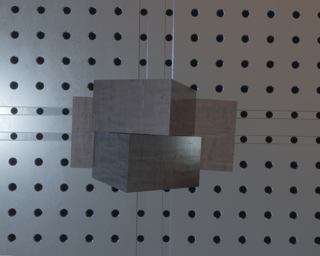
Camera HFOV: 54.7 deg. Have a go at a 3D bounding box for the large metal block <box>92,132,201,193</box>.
[{"bbox_3d":[-0.016,0.031,0.319,0.081,0.080,0.050,3,90,-34],"label":"large metal block"}]

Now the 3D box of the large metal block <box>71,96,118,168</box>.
[{"bbox_3d":[-0.073,0.005,0.385,0.050,0.080,0.079,2,90,0],"label":"large metal block"}]

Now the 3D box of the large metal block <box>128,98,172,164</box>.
[{"bbox_3d":[-0.006,0.005,0.399,0.081,0.050,0.079,3,90,-1],"label":"large metal block"}]

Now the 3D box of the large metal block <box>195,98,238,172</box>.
[{"bbox_3d":[0.059,0.008,0.386,0.050,0.080,0.079,4,90,0],"label":"large metal block"}]

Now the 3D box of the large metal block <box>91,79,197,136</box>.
[{"bbox_3d":[-0.013,-0.019,0.322,0.080,0.080,0.050,3,90,22],"label":"large metal block"}]
